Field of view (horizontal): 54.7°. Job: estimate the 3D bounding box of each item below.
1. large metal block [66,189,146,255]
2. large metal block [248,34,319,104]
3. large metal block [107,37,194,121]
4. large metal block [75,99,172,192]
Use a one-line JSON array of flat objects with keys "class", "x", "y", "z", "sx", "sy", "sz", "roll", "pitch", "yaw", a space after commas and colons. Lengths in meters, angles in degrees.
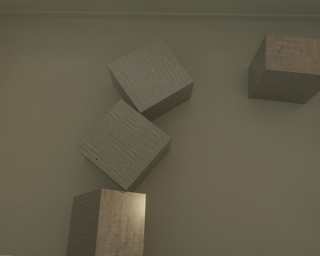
[{"class": "large metal block", "x": -0.059, "y": 0.112, "z": 0.331, "sx": 0.050, "sy": 0.080, "sz": 0.080, "roll": 15, "pitch": 66, "yaw": -31}, {"class": "large metal block", "x": 0.167, "y": -0.074, "z": 0.409, "sx": 0.080, "sy": 0.080, "sz": 0.050, "roll": 7, "pitch": 70, "yaw": 2}, {"class": "large metal block", "x": -0.012, "y": -0.062, "z": 0.419, "sx": 0.080, "sy": 0.050, "sz": 0.080, "roll": -32, "pitch": 73, "yaw": -11}, {"class": "large metal block", "x": -0.043, "y": 0.025, "z": 0.387, "sx": 0.080, "sy": 0.050, "sz": 0.080, "roll": 38, "pitch": 74, "yaw": 12}]
